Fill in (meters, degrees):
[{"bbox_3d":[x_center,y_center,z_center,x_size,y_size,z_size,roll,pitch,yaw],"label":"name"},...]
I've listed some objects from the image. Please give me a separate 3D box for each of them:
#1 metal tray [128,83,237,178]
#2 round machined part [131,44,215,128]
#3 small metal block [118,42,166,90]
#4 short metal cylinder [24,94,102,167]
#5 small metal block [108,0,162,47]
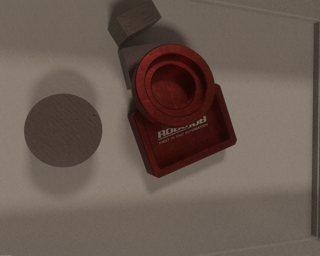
[{"bbox_3d":[0.033,0.001,0.421,0.131,0.030,0.090,-21,97,-19],"label":"metal tray"},{"bbox_3d":[0.013,-0.048,0.376,0.099,0.042,0.097,2,82,-18],"label":"round machined part"},{"bbox_3d":[-0.022,-0.081,0.403,0.050,0.025,0.050,-16,96,-20],"label":"small metal block"},{"bbox_3d":[-0.111,0.003,0.357,0.081,0.050,0.079,0,90,-21],"label":"short metal cylinder"},{"bbox_3d":[-0.033,-0.130,0.386,0.050,0.050,0.025,-35,102,-17],"label":"small metal block"}]
